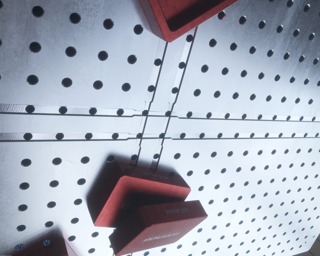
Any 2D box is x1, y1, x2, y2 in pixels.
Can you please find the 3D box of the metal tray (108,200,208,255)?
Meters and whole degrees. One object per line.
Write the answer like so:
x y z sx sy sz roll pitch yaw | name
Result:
0.000 0.150 0.470 0.131 0.030 0.090 8 133 -45 | metal tray

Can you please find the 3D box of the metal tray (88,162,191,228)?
-0.027 0.107 0.461 0.131 0.030 0.090 19 109 -36 | metal tray

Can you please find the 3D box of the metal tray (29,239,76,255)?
-0.159 0.234 0.466 0.091 0.030 0.129 -26 128 -13 | metal tray

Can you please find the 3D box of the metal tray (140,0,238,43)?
0.039 -0.163 0.329 0.130 0.030 0.090 -33 129 -7 | metal tray
